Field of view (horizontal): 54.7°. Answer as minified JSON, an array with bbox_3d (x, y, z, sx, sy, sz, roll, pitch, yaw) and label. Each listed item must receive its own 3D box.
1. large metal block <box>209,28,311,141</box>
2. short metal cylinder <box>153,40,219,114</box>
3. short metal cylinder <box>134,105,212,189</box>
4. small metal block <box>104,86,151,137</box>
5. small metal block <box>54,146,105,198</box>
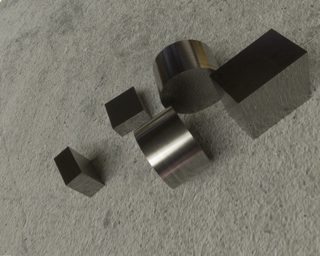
[{"bbox_3d":[0.111,-0.044,0.337,0.080,0.080,0.050,-37,51,3],"label":"large metal block"},{"bbox_3d":[0.035,-0.062,0.387,0.080,0.080,0.050,-24,53,13],"label":"short metal cylinder"},{"bbox_3d":[0.015,0.021,0.347,0.050,0.080,0.080,-35,52,5],"label":"short metal cylinder"},{"bbox_3d":[-0.046,-0.023,0.441,0.050,0.025,0.050,-31,52,8],"label":"small metal block"},{"bbox_3d":[-0.106,0.058,0.406,0.025,0.050,0.050,-41,51,0],"label":"small metal block"}]
